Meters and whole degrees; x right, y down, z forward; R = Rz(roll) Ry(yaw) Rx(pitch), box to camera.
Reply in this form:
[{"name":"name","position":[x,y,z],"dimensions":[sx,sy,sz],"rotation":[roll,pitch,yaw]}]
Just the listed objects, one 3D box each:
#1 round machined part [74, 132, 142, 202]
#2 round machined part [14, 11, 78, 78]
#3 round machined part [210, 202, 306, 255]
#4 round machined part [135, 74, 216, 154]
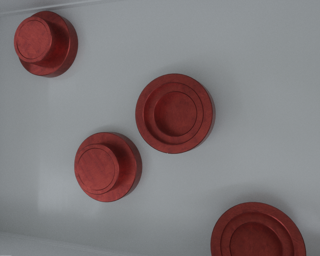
[{"name":"round machined part","position":[-0.078,0.054,0.429],"dimensions":[0.098,0.042,0.097],"rotation":[0,90,20]},{"name":"round machined part","position":[-0.177,-0.127,0.464],"dimensions":[0.098,0.042,0.097],"rotation":[0,90,20]},{"name":"round machined part","position":[0.108,0.137,0.350],"dimensions":[0.098,0.042,0.098],"rotation":[-4,63,9]},{"name":"round machined part","position":[0.022,-0.017,0.394],"dimensions":[0.098,0.042,0.097],"rotation":[0,90,20]}]
